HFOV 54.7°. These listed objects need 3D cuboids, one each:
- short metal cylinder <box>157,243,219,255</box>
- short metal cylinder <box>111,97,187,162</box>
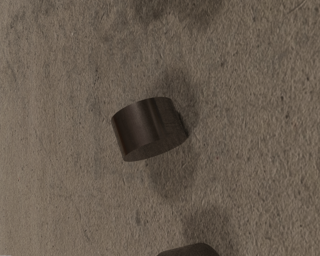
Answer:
[{"bbox_3d":[0.033,0.173,0.341,0.050,0.081,0.080,-30,72,36],"label":"short metal cylinder"},{"bbox_3d":[-0.014,0.003,0.379,0.080,0.081,0.050,-32,71,35],"label":"short metal cylinder"}]
